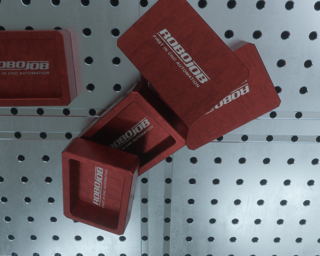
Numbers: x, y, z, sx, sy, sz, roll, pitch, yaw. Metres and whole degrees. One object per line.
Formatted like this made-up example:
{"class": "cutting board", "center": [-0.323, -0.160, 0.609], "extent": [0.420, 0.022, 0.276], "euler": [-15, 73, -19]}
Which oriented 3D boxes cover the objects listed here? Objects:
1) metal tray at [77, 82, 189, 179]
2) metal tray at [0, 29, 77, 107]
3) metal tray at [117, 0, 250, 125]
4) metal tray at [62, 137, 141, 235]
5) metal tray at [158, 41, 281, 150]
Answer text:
{"class": "metal tray", "center": [-0.040, 0.014, 0.397], "extent": [0.130, 0.030, 0.090], "euler": [-37, 107, 29]}
{"class": "metal tray", "center": [-0.176, -0.073, 0.382], "extent": [0.131, 0.030, 0.089], "euler": [-1, 110, 0]}
{"class": "metal tray", "center": [0.026, -0.079, 0.357], "extent": [0.090, 0.030, 0.130], "euler": [-41, 86, 9]}
{"class": "metal tray", "center": [-0.080, 0.081, 0.410], "extent": [0.090, 0.030, 0.129], "euler": [16, 127, 6]}
{"class": "metal tray", "center": [0.074, -0.040, 0.397], "extent": [0.130, 0.030, 0.090], "euler": [-28, 108, 10]}
